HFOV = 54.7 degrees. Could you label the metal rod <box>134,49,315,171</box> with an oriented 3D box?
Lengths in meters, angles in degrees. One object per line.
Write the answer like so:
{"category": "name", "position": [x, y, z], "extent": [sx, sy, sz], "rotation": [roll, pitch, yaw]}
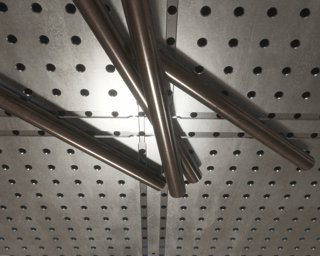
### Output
{"category": "metal rod", "position": [0.099, -0.017, 0.398], "extent": [0.301, 0.025, 0.025], "rotation": [30, 124, -24]}

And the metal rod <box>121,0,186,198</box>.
{"category": "metal rod", "position": [0.000, -0.018, 0.361], "extent": [0.025, 0.025, 0.298], "rotation": [-8, 130, 6]}

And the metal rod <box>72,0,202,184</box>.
{"category": "metal rod", "position": [-0.011, -0.027, 0.388], "extent": [0.025, 0.025, 0.299], "rotation": [-20, 128, 16]}

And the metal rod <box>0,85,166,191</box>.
{"category": "metal rod", "position": [-0.113, 0.014, 0.421], "extent": [0.301, 0.025, 0.025], "rotation": [33, 123, -25]}
